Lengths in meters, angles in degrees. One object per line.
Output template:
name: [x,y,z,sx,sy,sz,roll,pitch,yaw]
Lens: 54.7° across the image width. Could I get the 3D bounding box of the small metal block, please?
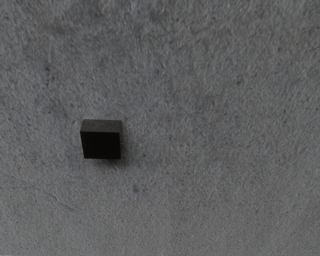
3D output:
small metal block: [-0.078,0.016,0.420,0.050,0.025,0.050,2,130,-2]
